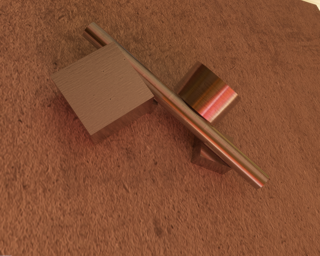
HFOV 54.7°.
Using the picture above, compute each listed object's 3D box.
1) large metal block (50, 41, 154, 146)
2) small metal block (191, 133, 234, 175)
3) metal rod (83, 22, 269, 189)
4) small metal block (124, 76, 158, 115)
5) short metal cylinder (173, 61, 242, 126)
[{"bbox_3d":[-0.065,-0.039,0.358,0.080,0.050,0.080,-33,81,-15],"label":"large metal block"},{"bbox_3d":[0.073,0.031,0.428,0.050,0.025,0.050,22,53,-15],"label":"small metal block"},{"bbox_3d":[0.021,-0.029,0.404,0.300,0.025,0.025,41,51,0],"label":"metal rod"},{"bbox_3d":[-0.032,-0.050,0.421,0.050,0.025,0.050,12,57,-22],"label":"small metal block"},{"bbox_3d":[0.065,-0.048,0.430,0.080,0.050,0.080,40,11,-9],"label":"short metal cylinder"}]
